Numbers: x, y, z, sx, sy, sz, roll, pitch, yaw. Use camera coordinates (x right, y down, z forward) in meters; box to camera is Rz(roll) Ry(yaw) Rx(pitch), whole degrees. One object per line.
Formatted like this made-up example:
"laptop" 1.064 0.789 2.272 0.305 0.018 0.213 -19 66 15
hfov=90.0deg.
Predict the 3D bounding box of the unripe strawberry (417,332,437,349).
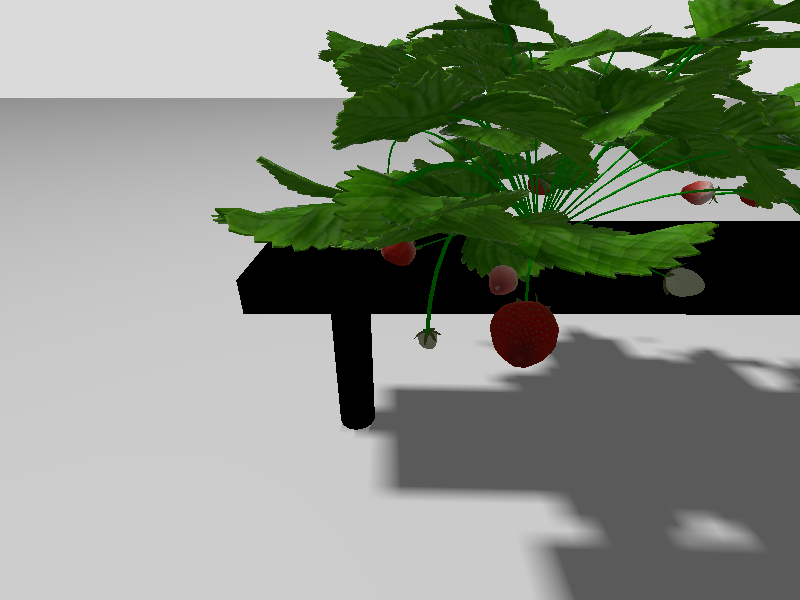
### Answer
"unripe strawberry" 0.014 0.021 0.206 0.011 0.010 0.010 17 33 28

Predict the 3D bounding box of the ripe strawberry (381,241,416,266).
"ripe strawberry" -0.002 -0.040 0.320 0.027 0.023 0.027 -11 30 -19

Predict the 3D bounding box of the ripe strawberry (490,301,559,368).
"ripe strawberry" 0.062 0.019 0.203 0.034 0.036 0.037 9 31 17

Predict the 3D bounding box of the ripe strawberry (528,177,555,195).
"ripe strawberry" 0.186 -0.153 0.517 0.039 0.033 0.039 9 29 17

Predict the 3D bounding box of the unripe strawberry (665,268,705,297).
"unripe strawberry" 0.194 -0.012 0.273 0.022 0.019 0.022 -17 34 -29

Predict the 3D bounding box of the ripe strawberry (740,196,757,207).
"ripe strawberry" 0.422 -0.125 0.478 0.027 0.027 0.025 22 35 35

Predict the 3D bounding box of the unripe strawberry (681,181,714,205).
"unripe strawberry" 0.356 -0.129 0.480 0.032 0.027 0.032 16 32 27
